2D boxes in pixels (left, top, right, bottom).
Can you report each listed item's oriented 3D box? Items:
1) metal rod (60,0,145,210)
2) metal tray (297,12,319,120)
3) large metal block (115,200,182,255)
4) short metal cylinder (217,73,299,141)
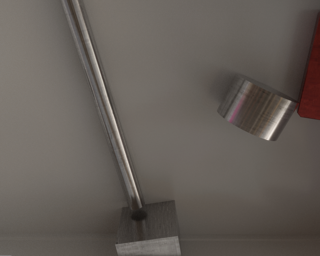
[{"bbox_3d":[-0.069,-0.024,0.401,0.025,0.025,0.298,-13,110,4],"label":"metal rod"},{"bbox_3d":[0.225,-0.071,0.370,0.090,0.030,0.129,11,111,17],"label":"metal tray"},{"bbox_3d":[-0.013,0.151,0.438,0.080,0.080,0.050,-9,110,3],"label":"large metal block"},{"bbox_3d":[0.117,-0.026,0.374,0.080,0.080,0.050,22,109,-8],"label":"short metal cylinder"}]
